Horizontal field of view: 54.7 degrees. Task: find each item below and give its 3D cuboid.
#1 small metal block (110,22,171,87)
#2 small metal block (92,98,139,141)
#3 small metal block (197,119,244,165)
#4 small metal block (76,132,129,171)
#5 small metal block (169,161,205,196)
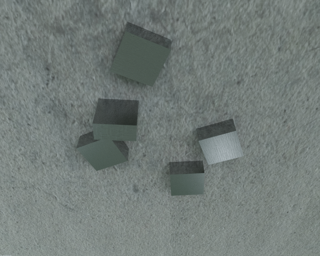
[{"bbox_3d":[-0.021,-0.080,0.339,0.050,0.025,0.050,18,128,-16],"label":"small metal block"},{"bbox_3d":[-0.053,-0.011,0.381,0.050,0.050,0.025,3,130,-3],"label":"small metal block"},{"bbox_3d":[0.083,0.020,0.425,0.050,0.025,0.050,-16,129,13],"label":"small metal block"},{"bbox_3d":[-0.078,0.028,0.430,0.050,0.025,0.050,-19,128,15],"label":"small metal block"},{"bbox_3d":[0.041,0.077,0.474,0.050,0.025,0.050,-3,130,2],"label":"small metal block"}]
